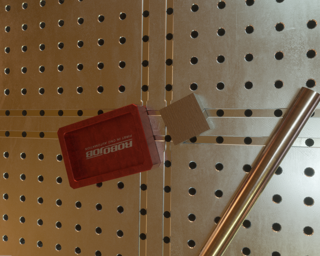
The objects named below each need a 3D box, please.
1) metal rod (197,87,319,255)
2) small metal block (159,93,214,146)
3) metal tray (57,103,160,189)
[{"bbox_3d":[0.102,0.088,0.376,0.025,0.025,0.299,32,100,17],"label":"metal rod"},{"bbox_3d":[0.034,-0.011,0.400,0.050,0.025,0.050,-27,82,17],"label":"small metal block"},{"bbox_3d":[-0.074,0.027,0.434,0.130,0.030,0.090,-17,85,18],"label":"metal tray"}]
